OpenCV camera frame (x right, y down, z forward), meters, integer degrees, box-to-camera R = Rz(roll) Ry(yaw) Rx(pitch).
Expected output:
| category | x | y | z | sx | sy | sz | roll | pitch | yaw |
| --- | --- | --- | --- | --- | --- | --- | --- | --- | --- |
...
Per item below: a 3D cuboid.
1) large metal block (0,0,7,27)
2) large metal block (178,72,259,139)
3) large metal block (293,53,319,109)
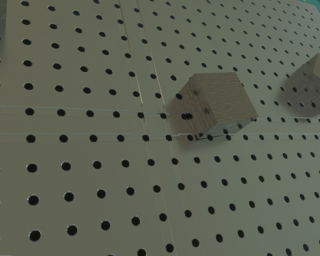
| category | x | y | z | sx | sy | sz | roll | pitch | yaw |
| --- | --- | --- | --- | --- | --- | --- | --- | --- | --- |
| large metal block | -0.219 | -0.176 | 0.362 | 0.050 | 0.080 | 0.080 | -17 | 71 | -35 |
| large metal block | 0.086 | -0.035 | 0.462 | 0.081 | 0.050 | 0.080 | -8 | 66 | -32 |
| large metal block | 0.327 | -0.093 | 0.629 | 0.080 | 0.050 | 0.080 | 39 | 51 | -3 |
